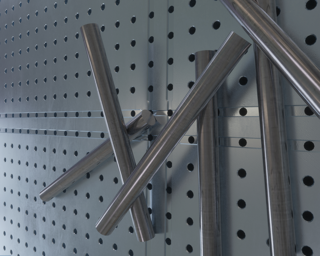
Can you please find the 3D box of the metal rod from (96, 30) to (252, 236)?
[{"bbox_3d":[0.003,0.022,0.368,0.025,0.025,0.299,48,115,29],"label":"metal rod"}]

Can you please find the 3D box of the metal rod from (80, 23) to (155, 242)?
[{"bbox_3d":[-0.057,0.007,0.424,0.025,0.025,0.299,-14,91,39],"label":"metal rod"}]

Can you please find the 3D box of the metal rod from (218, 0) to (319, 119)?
[{"bbox_3d":[0.078,-0.130,0.316,0.025,0.025,0.299,-46,54,30],"label":"metal rod"}]

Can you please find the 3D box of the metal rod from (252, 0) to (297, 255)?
[{"bbox_3d":[0.113,-0.020,0.316,0.025,0.025,0.298,-6,86,40],"label":"metal rod"}]

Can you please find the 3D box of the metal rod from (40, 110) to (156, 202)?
[{"bbox_3d":[-0.116,0.057,0.507,0.299,0.025,0.025,-35,68,34],"label":"metal rod"}]

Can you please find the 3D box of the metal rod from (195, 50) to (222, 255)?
[{"bbox_3d":[0.057,0.061,0.362,0.025,0.025,0.298,-2,88,40],"label":"metal rod"}]
